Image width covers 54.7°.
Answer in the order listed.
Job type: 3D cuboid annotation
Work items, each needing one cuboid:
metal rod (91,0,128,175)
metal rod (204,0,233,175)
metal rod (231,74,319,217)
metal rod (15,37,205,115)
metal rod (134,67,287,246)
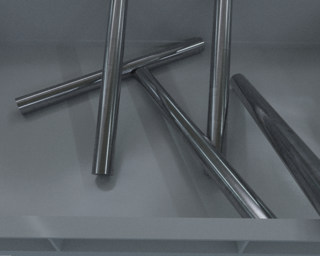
[{"bbox_3d":[-0.060,-0.089,0.401,0.025,0.025,0.299,2,74,2],"label":"metal rod"},{"bbox_3d":[0.078,-0.088,0.401,0.025,0.025,0.299,5,75,4],"label":"metal rod"},{"bbox_3d":[0.118,-0.006,0.331,0.025,0.025,0.300,0,25,0],"label":"metal rod"},{"bbox_3d":[-0.063,-0.085,0.475,0.302,0.025,0.025,-23,54,-19],"label":"metal rod"},{"bbox_3d":[0.036,0.006,0.371,0.025,0.025,0.300,-20,44,-16],"label":"metal rod"}]
